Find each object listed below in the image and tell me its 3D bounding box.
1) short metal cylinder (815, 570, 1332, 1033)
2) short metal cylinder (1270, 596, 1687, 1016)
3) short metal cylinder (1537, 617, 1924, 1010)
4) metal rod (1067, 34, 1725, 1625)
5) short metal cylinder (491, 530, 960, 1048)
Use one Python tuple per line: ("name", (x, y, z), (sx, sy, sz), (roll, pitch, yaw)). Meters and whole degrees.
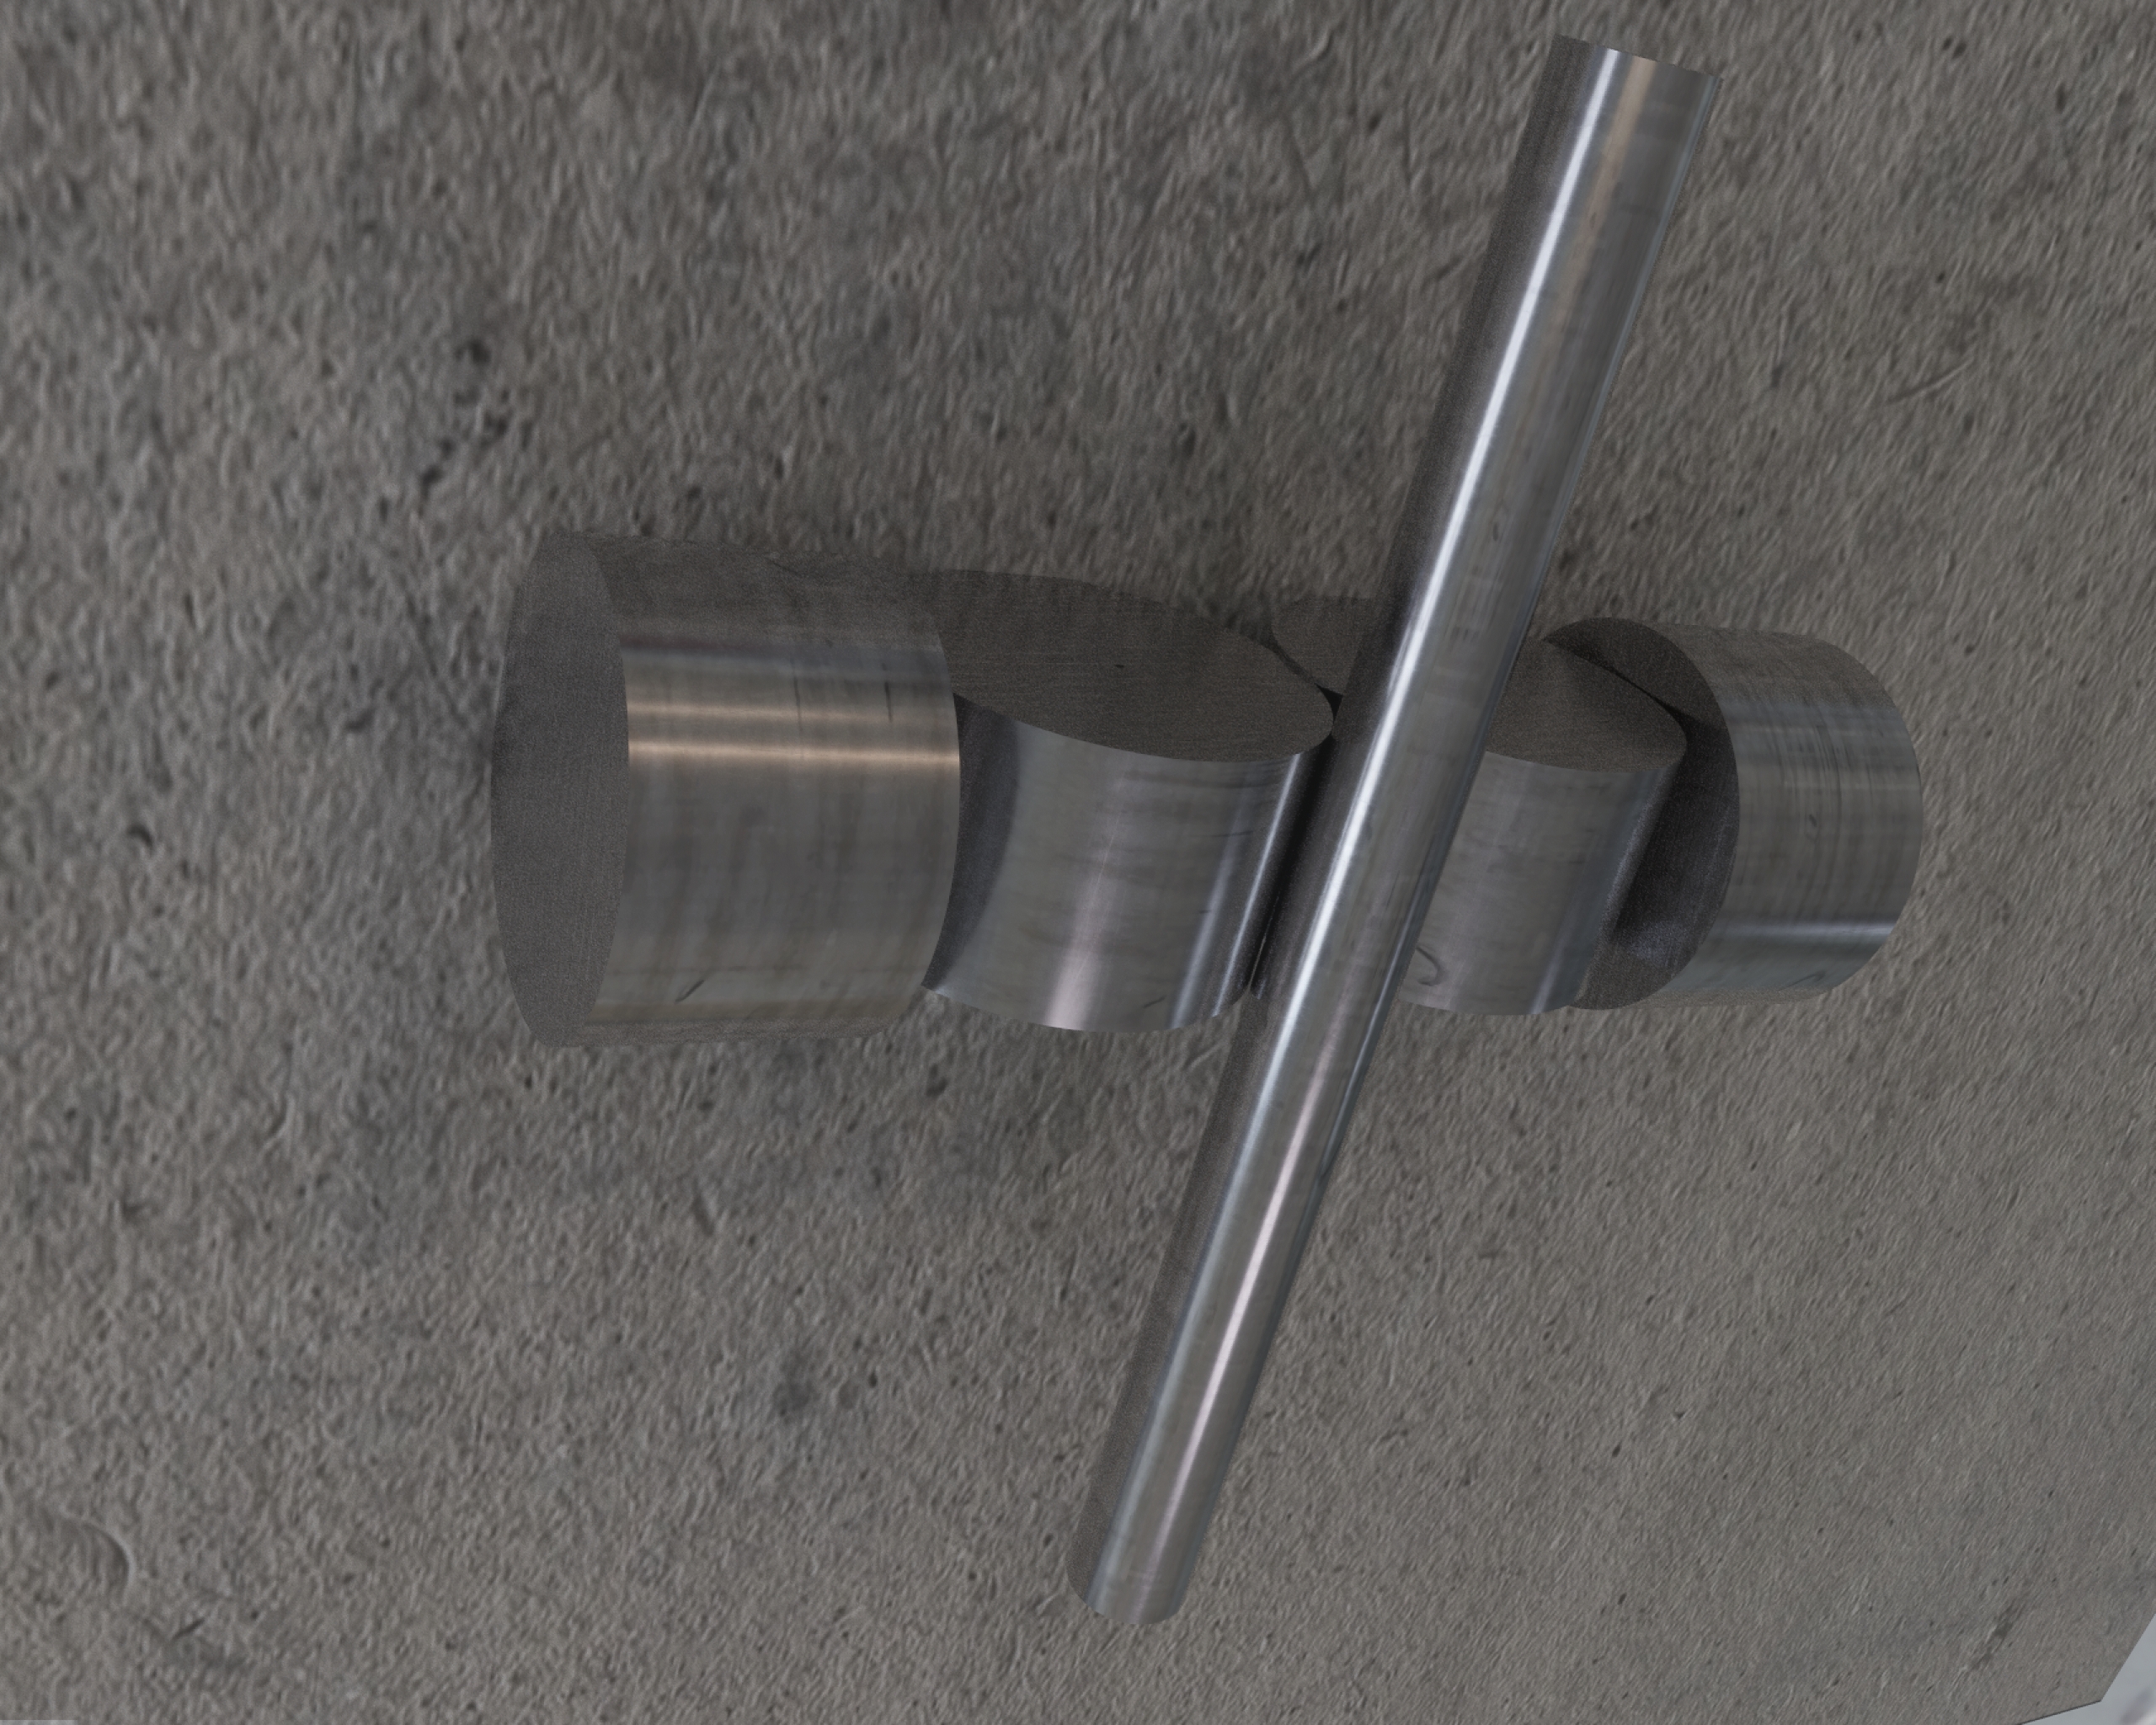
("short metal cylinder", (-0.001, -0.013, 0.364), (0.081, 0.080, 0.050), (1, 118, -29))
("short metal cylinder", (0.069, -0.013, 0.402), (0.081, 0.080, 0.050), (1, 118, -29))
("short metal cylinder", (0.126, -0.010, 0.436), (0.050, 0.080, 0.079), (1, 118, -29))
("metal rod", (0.045, 0.014, 0.362), (0.025, 0.025, 0.298), (1, 118, -29))
("short metal cylinder", (-0.059, -0.011, 0.334), (0.050, 0.080, 0.079), (1, 118, -29))
